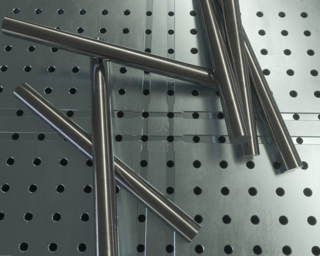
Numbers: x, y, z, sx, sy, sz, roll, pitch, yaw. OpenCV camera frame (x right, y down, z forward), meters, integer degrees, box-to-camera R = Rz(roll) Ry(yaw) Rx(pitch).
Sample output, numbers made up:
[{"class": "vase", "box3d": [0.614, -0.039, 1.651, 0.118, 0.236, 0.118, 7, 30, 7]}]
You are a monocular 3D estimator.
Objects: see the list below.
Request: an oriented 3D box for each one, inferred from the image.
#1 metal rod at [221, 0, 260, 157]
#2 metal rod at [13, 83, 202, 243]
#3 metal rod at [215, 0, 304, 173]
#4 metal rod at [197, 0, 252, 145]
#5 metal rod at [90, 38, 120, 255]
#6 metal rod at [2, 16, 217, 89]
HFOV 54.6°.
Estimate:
[{"class": "metal rod", "box3d": [0.106, -0.110, 0.432, 0.025, 0.025, 0.299, -4, 78, -1]}, {"class": "metal rod", "box3d": [-0.075, 0.037, 0.397, 0.300, 0.025, 0.025, 37, 74, 12]}, {"class": "metal rod", "box3d": [0.131, -0.083, 0.442, 0.025, 0.025, 0.299, -14, 71, -5]}, {"class": "metal rod", "box3d": [0.079, -0.117, 0.433, 0.025, 0.025, 0.299, -6, 62, -2]}, {"class": "metal rod", "box3d": [-0.072, 0.006, 0.386, 0.025, 0.025, 0.299, -7, 61, -3]}, {"class": "metal rod", "box3d": [-0.055, -0.099, 0.421, 0.302, 0.025, 0.025, 13, 70, -6]}]
